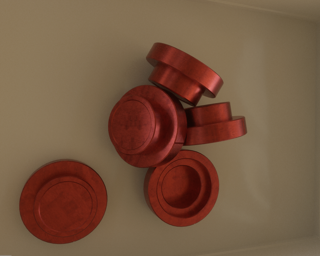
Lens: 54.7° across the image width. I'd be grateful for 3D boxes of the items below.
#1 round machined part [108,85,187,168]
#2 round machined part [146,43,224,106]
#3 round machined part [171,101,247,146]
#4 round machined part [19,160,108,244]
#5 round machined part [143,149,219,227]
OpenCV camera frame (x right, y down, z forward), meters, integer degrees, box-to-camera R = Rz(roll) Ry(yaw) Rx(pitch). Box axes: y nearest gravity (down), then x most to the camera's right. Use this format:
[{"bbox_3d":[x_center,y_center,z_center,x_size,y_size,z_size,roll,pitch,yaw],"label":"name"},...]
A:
[{"bbox_3d":[-0.021,-0.002,0.361,0.042,0.098,0.097,7,87,-57],"label":"round machined part"},{"bbox_3d":[0.025,-0.060,0.382,0.098,0.098,0.042,29,92,-18],"label":"round machined part"},{"bbox_3d":[0.057,-0.008,0.393,0.099,0.098,0.042,-11,94,-20],"label":"round machined part"},{"bbox_3d":[-0.110,0.087,0.361,0.099,0.042,0.097,0,90,-20],"label":"round machined part"},{"bbox_3d":[0.025,0.076,0.411,0.099,0.042,0.097,0,90,-20],"label":"round machined part"}]
